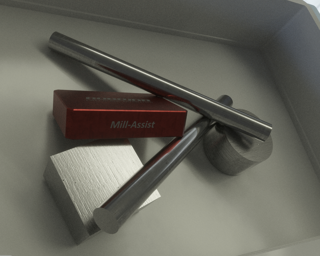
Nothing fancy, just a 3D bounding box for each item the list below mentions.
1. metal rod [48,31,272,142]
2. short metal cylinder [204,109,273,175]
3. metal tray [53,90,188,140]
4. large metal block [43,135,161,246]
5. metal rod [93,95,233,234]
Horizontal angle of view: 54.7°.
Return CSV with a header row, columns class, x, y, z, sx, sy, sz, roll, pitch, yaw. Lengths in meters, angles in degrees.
class,x,y,z,sx,sy,sz,roll,pitch,yaw
metal rod,0.000,-0.054,0.400,0.301,0.025,0.025,24,52,1
short metal cylinder,0.109,0.020,0.435,0.081,0.050,0.080,14,56,-21
metal tray,-0.047,-0.017,0.351,0.131,0.030,0.090,-1,18,-27
large metal block,-0.060,0.059,0.316,0.081,0.050,0.080,-21,73,-36
metal rod,0.029,0.017,0.364,0.025,0.025,0.302,47,37,4
